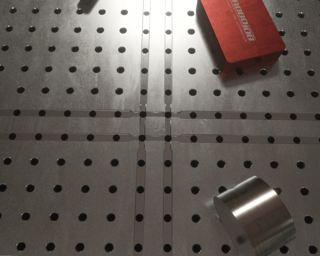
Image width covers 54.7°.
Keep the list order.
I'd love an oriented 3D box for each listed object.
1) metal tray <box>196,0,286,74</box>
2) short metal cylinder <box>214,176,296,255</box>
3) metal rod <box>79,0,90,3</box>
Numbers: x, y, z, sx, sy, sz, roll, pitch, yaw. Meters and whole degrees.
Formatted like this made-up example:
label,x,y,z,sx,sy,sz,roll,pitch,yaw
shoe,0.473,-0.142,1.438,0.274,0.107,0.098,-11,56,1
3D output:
label,x,y,z,sx,sy,sz,roll,pitch,yaw
metal tray,0.118,-0.153,0.466,0.091,0.030,0.130,-15,71,-6
short metal cylinder,0.103,0.101,0.347,0.050,0.080,0.080,-26,73,-9
metal rod,-0.059,-0.332,0.532,0.025,0.025,0.300,24,71,8
